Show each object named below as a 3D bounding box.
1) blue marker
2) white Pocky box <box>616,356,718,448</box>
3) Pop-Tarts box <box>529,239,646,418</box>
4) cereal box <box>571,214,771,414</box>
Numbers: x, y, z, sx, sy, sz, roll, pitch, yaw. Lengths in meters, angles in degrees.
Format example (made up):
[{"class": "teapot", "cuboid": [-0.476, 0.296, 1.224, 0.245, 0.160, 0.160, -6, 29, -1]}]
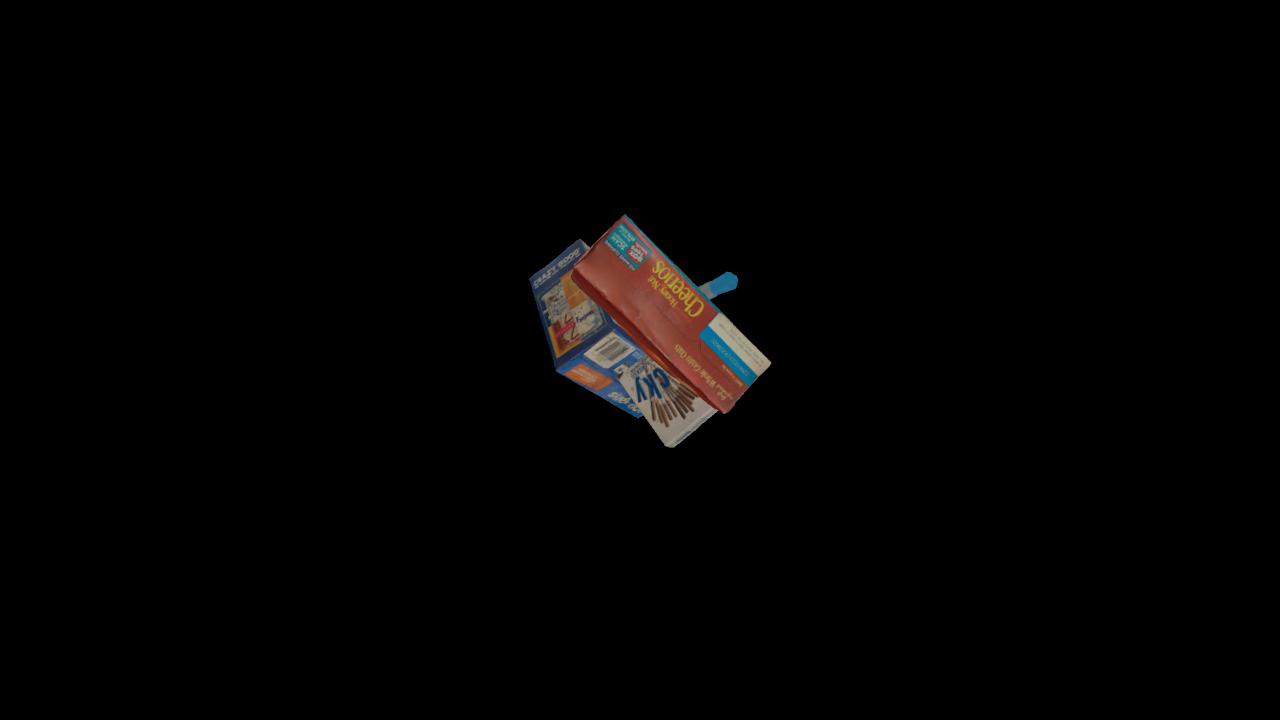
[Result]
[{"class": "blue marker", "cuboid": [0.057, -0.066, 0.647, 0.020, 0.020, 0.121, 0, -14, -37]}, {"class": "white Pocky box", "cuboid": [0.018, 0.009, 0.660, 0.084, 0.154, 0.028, -42, -22, 12]}, {"class": "Pop-Tarts box", "cuboid": [-0.035, -0.031, 0.717, 0.083, 0.141, 0.167, -33, -35, 16]}, {"class": "cereal box", "cuboid": [0.013, -0.047, 0.716, 0.203, 0.081, 0.306, 44, -5, -7]}]
